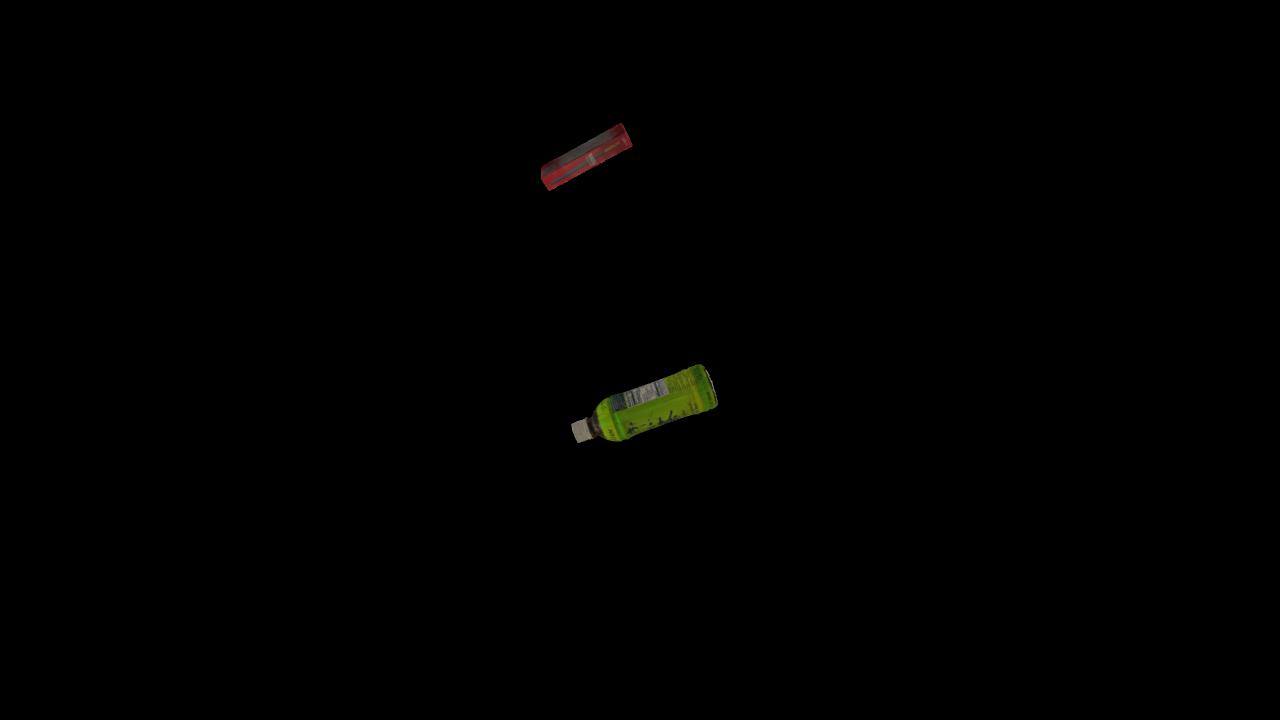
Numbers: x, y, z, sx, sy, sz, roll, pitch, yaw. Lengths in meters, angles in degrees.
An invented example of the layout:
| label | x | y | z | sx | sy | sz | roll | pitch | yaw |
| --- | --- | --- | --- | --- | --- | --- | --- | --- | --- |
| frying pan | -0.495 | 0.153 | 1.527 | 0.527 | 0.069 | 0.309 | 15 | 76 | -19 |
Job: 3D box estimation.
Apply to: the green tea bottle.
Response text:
| label | x | y | z | sx | sy | sz | roll | pitch | yaw |
| --- | --- | --- | --- | --- | --- | --- | --- | --- | --- |
| green tea bottle | 0.004 | 0.070 | 0.894 | 0.212 | 0.073 | 0.073 | -18 | 0 | 1 |

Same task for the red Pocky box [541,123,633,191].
| label | x | y | z | sx | sy | sz | roll | pitch | yaw |
| --- | --- | --- | --- | --- | --- | --- | --- | --- | --- |
| red Pocky box | -0.089 | -0.330 | 1.001 | 0.155 | 0.028 | 0.083 | -26 | 29 | 7 |
